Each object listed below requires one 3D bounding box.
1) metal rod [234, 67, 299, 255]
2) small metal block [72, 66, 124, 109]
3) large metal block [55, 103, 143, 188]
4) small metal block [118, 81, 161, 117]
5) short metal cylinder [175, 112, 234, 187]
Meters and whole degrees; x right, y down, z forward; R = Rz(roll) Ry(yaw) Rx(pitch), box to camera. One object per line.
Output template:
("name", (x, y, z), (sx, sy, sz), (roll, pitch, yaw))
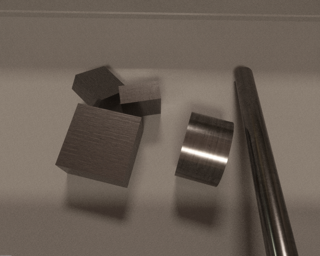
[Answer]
("metal rod", (0.109, 0.029, 0.335), (0.025, 0.025, 0.300), (4, 45, 1))
("small metal block", (-0.080, -0.053, 0.416), (0.050, 0.025, 0.050), (44, 43, 14))
("large metal block", (-0.071, 0.023, 0.387), (0.080, 0.050, 0.080), (13, 71, 4))
("small metal block", (-0.025, -0.036, 0.409), (0.050, 0.050, 0.025), (-8, 71, -3))
("short metal cylinder", (0.052, 0.025, 0.372), (0.050, 0.080, 0.080), (15, 71, 5))
